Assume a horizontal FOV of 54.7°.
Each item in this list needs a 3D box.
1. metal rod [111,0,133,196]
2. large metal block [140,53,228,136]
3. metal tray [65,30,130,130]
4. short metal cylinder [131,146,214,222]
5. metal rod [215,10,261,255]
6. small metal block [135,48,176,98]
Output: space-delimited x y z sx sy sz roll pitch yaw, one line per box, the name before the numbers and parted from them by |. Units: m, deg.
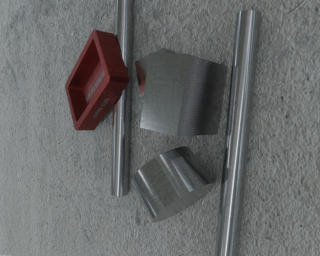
metal rod | -0.055 -0.053 0.447 0.025 0.025 0.298 3 92 39
large metal block | 0.028 -0.036 0.344 0.050 0.081 0.079 12 98 39
metal tray | -0.098 -0.066 0.456 0.129 0.030 0.090 -45 55 42
short metal cylinder | 0.014 0.065 0.356 0.080 0.081 0.050 -47 63 30
metal rod | 0.082 0.028 0.335 0.025 0.025 0.298 7 95 39
small metal block | -0.003 -0.070 0.405 0.050 0.025 0.050 -16 80 38
